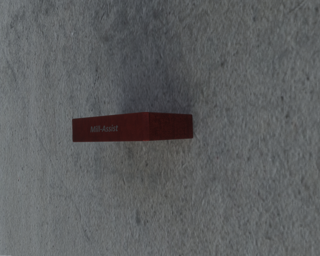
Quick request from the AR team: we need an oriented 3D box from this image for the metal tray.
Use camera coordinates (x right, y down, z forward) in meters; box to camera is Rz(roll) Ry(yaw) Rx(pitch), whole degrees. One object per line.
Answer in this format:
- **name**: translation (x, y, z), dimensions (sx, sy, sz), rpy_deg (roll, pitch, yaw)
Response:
- **metal tray**: translation (-0.036, 0.001, 0.389), dimensions (0.130, 0.091, 0.030), rpy_deg (-3, 88, 39)
